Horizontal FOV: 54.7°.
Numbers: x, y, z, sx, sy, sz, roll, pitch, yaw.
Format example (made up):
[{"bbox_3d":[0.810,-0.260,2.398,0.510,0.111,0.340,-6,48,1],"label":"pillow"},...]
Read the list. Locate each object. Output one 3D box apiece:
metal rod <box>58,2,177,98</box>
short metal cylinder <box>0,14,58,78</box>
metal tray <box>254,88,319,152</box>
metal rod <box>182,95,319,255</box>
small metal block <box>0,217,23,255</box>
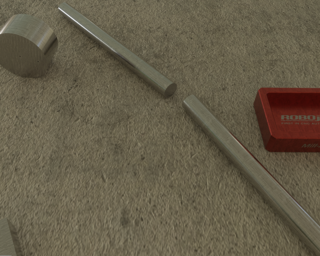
[{"bbox_3d":[-0.084,-0.141,0.520,0.025,0.025,0.300,-34,58,-25],"label":"metal rod"},{"bbox_3d":[-0.202,-0.123,0.468,0.080,0.080,0.050,5,50,4],"label":"short metal cylinder"},{"bbox_3d":[0.200,-0.012,0.412,0.131,0.030,0.090,0,50,0],"label":"metal tray"},{"bbox_3d":[0.119,0.062,0.352,0.025,0.025,0.300,-25,54,-20],"label":"metal rod"},{"bbox_3d":[-0.163,0.124,0.297,0.050,0.025,0.050,-23,54,-19],"label":"small metal block"}]
